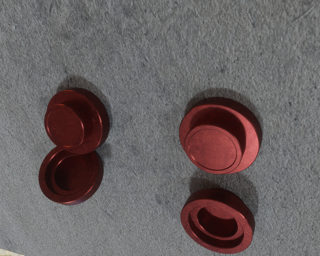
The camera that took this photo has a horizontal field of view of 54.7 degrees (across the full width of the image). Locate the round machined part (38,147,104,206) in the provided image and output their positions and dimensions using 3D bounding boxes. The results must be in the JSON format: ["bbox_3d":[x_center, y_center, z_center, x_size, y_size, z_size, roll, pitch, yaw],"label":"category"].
[{"bbox_3d":[-0.135,0.073,0.489,0.098,0.098,0.042,17,161,18],"label":"round machined part"}]

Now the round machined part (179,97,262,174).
[{"bbox_3d":[0.068,0.016,0.370,0.098,0.042,0.097,13,124,21],"label":"round machined part"}]

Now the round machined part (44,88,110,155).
[{"bbox_3d":[-0.126,-0.006,0.446,0.098,0.042,0.097,8,110,22],"label":"round machined part"}]

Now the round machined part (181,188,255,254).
[{"bbox_3d":[0.082,0.123,0.429,0.098,0.042,0.097,13,124,21],"label":"round machined part"}]
